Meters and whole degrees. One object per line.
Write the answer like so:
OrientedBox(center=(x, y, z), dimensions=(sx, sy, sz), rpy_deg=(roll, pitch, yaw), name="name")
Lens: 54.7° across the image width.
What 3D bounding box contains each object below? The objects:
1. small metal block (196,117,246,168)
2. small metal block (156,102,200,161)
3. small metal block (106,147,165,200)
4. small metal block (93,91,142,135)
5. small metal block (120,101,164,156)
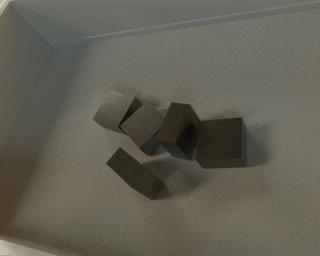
OrientedBox(center=(0.071, 0.018, 0.354), dimensions=(0.050, 0.025, 0.050), rpy_deg=(-5, 59, 25), name="small metal block")
OrientedBox(center=(0.025, 0.005, 0.370), dimensions=(0.025, 0.050, 0.050), rpy_deg=(10, 67, 31), name="small metal block")
OrientedBox(center=(-0.028, 0.054, 0.367), dimensions=(0.050, 0.050, 0.025), rpy_deg=(35, 82, 37), name="small metal block")
OrientedBox(center=(-0.060, -0.022, 0.446), dimensions=(0.050, 0.025, 0.050), rpy_deg=(16, 70, 34), name="small metal block")
OrientedBox(center=(-0.017, 0.000, 0.410), dimensions=(0.050, 0.025, 0.050), rpy_deg=(-43, 51, -2), name="small metal block")
